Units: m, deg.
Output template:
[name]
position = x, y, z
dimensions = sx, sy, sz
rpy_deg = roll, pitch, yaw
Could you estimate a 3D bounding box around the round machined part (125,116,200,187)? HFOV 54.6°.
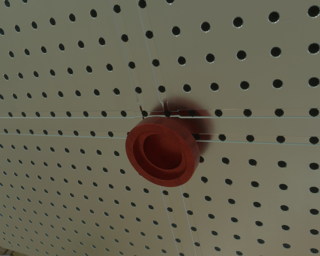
[round machined part]
position = 0.007, 0.027, 0.414
dimensions = 0.098, 0.042, 0.097
rpy_deg = 13, 124, 21
